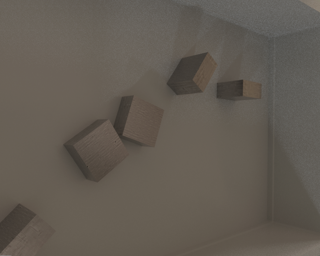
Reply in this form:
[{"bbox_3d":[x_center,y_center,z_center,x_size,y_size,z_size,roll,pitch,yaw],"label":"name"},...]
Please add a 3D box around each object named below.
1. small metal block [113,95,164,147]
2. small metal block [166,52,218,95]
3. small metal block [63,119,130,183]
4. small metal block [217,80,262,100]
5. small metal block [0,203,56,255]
[{"bbox_3d":[-0.027,-0.007,0.386,0.050,0.025,0.050,24,75,-38],"label":"small metal block"},{"bbox_3d":[0.044,-0.074,0.430,0.025,0.050,0.050,44,63,-32],"label":"small metal block"},{"bbox_3d":[-0.070,0.025,0.349,0.050,0.025,0.050,-41,115,-32],"label":"small metal block"},{"bbox_3d":[0.128,-0.060,0.500,0.050,0.050,0.025,2,89,-40],"label":"small metal block"},{"bbox_3d":[-0.131,0.101,0.282,0.050,0.050,0.025,-50,120,-28],"label":"small metal block"}]
